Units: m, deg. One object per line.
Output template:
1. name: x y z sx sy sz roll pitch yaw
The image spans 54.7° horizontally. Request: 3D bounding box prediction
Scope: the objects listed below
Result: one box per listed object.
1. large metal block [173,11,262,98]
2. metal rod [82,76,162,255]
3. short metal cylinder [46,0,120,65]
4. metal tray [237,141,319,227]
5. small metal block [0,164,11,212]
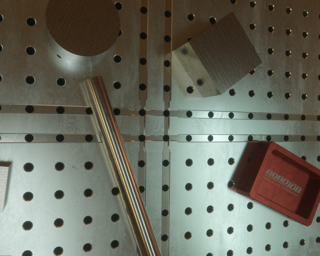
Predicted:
1. large metal block: 0.080 -0.099 0.430 0.080 0.050 0.080 -38 103 -16
2. metal rod: -0.039 0.081 0.399 0.025 0.025 0.298 -20 97 -19
3. short metal cylinder: -0.092 -0.119 0.366 0.081 0.050 0.079 0 90 -20
4. metal tray: 0.194 0.087 0.483 0.131 0.030 0.090 28 81 -18
5. small metal block: -0.196 0.064 0.340 0.050 0.025 0.050 7 88 -20
